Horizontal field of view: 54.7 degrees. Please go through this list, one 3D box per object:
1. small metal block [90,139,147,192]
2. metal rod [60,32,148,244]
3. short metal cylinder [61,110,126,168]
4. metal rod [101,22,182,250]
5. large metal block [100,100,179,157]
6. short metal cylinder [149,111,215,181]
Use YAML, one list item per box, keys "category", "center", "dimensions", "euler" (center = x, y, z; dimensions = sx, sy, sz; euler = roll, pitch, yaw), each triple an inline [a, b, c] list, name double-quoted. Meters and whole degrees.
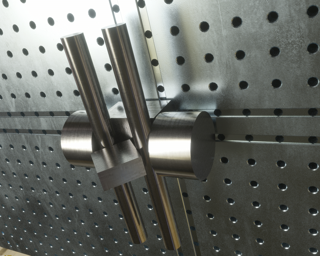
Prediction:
- category: "small metal block"
  center: [-0.049, 0.042, 0.361]
  dimensions: [0.050, 0.050, 0.025]
  euler: [-135, 28, -61]
- category: "metal rod"
  center: [-0.062, 0.031, 0.395]
  dimensions: [0.025, 0.025, 0.298]
  euler: [1, 119, 28]
- category: "short metal cylinder"
  center: [-0.088, 0.015, 0.427]
  dimensions: [0.050, 0.080, 0.080]
  euler: [1, 119, 27]
- category: "metal rod"
  center: [-0.014, 0.030, 0.368]
  dimensions: [0.025, 0.025, 0.298]
  euler: [1, 119, 28]
- category: "large metal block"
  center: [-0.024, 0.011, 0.409]
  dimensions: [0.080, 0.050, 0.080]
  euler: [1, 119, 27]
- category: "short metal cylinder"
  center: [0.029, 0.020, 0.367]
  dimensions: [0.050, 0.080, 0.080]
  euler: [1, 119, 29]
